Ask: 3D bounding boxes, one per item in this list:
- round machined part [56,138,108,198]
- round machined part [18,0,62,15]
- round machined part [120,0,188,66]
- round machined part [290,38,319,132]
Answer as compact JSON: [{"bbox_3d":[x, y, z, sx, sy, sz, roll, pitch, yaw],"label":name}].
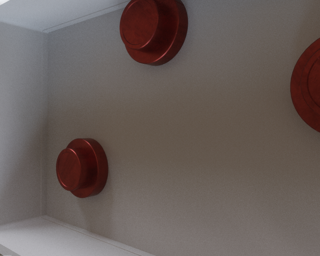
[{"bbox_3d":[-0.133,0.066,0.506,0.098,0.042,0.097,0,90,40],"label":"round machined part"},{"bbox_3d":[-0.210,-0.249,0.563,0.098,0.042,0.098,-12,68,34],"label":"round machined part"},{"bbox_3d":[-0.015,-0.134,0.408,0.098,0.042,0.097,0,90,40],"label":"round machined part"},{"bbox_3d":[0.161,-0.039,0.263,0.098,0.042,0.097,0,90,40],"label":"round machined part"}]
